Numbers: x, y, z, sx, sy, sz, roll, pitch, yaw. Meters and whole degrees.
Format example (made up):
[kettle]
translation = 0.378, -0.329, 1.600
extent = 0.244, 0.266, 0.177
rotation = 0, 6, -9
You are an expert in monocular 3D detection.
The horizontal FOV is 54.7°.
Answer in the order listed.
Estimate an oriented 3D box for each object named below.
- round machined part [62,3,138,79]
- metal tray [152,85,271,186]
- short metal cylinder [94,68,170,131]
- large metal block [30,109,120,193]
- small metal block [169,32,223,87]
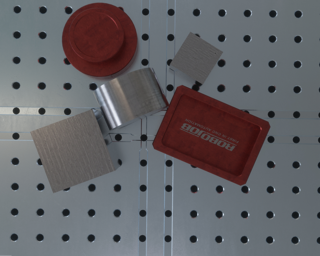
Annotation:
[round machined part]
translation = -0.079, -0.115, 0.404
extent = 0.099, 0.042, 0.097
rotation = 0, 90, 0
[metal tray]
translation = 0.066, 0.009, 0.411
extent = 0.131, 0.030, 0.090
rotation = 23, 90, 0
[short metal cylinder]
translation = -0.035, -0.035, 0.385
extent = 0.080, 0.080, 0.050
rotation = -23, 90, 0
[large metal block]
translation = -0.105, 0.028, 0.400
extent = 0.080, 0.050, 0.080
rotation = -20, 90, 0
[small metal block]
translation = 0.047, -0.091, 0.414
extent = 0.050, 0.025, 0.050
rotation = 32, 90, 0
